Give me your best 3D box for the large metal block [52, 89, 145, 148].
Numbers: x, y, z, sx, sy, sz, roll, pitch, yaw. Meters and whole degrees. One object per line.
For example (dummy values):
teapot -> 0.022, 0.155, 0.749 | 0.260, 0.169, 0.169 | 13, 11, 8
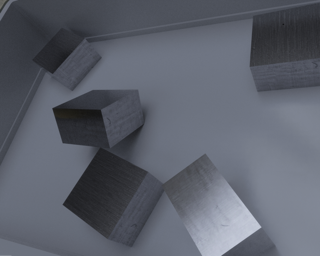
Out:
large metal block -> -0.080, -0.016, 0.416 | 0.080, 0.050, 0.080 | 4, 25, 30

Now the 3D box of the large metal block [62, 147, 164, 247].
large metal block -> -0.053, 0.080, 0.368 | 0.080, 0.050, 0.080 | 21, 73, 36

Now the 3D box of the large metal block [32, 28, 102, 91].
large metal block -> -0.166, -0.124, 0.553 | 0.080, 0.050, 0.080 | 32, 79, 38

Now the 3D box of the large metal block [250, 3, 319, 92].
large metal block -> 0.154, -0.093, 0.366 | 0.080, 0.050, 0.080 | -3, 60, 27

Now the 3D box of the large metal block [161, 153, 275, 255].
large metal block -> 0.056, 0.083, 0.290 | 0.050, 0.080, 0.080 | -37, 51, 4
